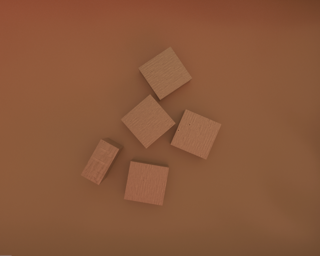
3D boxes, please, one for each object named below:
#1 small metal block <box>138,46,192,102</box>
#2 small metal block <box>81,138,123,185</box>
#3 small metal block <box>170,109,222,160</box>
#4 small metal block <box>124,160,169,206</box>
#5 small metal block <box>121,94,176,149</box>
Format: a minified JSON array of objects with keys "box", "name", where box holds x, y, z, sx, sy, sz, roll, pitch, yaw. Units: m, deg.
[{"box":[0.007,-0.071,0.411,0.050,0.025,0.050,-34,90,0],"name":"small metal block"},{"box":[-0.072,0.041,0.398,0.025,0.050,0.050,29,90,0],"name":"small metal block"},{"box":[0.046,0.008,0.412,0.050,0.025,0.050,23,90,-1],"name":"small metal block"},{"box":[-0.017,0.071,0.411,0.050,0.025,0.050,10,90,-1],"name":"small metal block"},{"box":[-0.015,-0.009,0.411,0.050,0.025,0.050,-41,91,0],"name":"small metal block"}]
